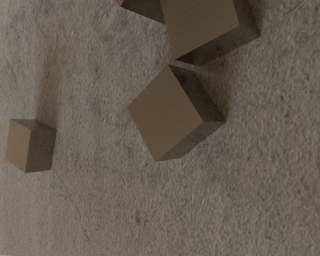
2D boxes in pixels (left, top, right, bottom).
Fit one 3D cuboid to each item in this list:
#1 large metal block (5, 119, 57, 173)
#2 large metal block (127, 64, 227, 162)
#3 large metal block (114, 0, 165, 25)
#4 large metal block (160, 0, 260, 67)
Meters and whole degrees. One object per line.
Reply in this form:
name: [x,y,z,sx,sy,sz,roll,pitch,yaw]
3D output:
large metal block: [-0.246,0.032,0.588,0.080,0.050,0.079,20,102,38]
large metal block: [0.018,-0.016,0.373,0.080,0.050,0.080,-42,65,31]
large metal block: [-0.028,-0.184,0.390,0.080,0.081,0.050,52,120,27]
large metal block: [0.053,-0.125,0.344,0.080,0.050,0.080,-21,77,38]
